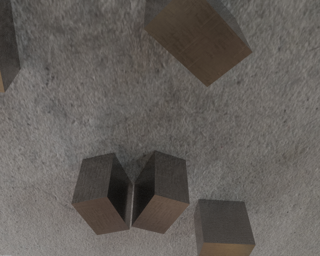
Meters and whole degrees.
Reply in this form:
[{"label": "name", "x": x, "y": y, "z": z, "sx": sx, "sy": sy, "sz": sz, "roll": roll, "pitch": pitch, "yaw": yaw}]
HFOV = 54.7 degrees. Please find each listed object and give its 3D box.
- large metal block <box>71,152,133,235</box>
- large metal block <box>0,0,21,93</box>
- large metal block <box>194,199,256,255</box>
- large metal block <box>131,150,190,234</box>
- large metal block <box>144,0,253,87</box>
[{"label": "large metal block", "x": -0.079, "y": 0.096, "z": 0.452, "sx": 0.050, "sy": 0.080, "sz": 0.080, "roll": -13, "pitch": 129, "yaw": 11}, {"label": "large metal block", "x": -0.196, "y": -0.087, "z": 0.313, "sx": 0.081, "sy": 0.050, "sz": 0.079, "roll": 6, "pitch": 130, "yaw": -6}, {"label": "large metal block", "x": 0.104, "y": 0.169, "z": 0.517, "sx": 0.081, "sy": 0.080, "sz": 0.050, "roll": 4, "pitch": 130, "yaw": -4}, {"label": "large metal block", "x": -0.001, "y": 0.093, "z": 0.451, "sx": 0.050, "sy": 0.080, "sz": 0.079, "roll": 19, "pitch": 127, "yaw": -16}, {"label": "large metal block", "x": 0.033, "y": -0.098, "z": 0.288, "sx": 0.080, "sy": 0.080, "sz": 0.050, "roll": 37, "pitch": 121, "yaw": -27}]
